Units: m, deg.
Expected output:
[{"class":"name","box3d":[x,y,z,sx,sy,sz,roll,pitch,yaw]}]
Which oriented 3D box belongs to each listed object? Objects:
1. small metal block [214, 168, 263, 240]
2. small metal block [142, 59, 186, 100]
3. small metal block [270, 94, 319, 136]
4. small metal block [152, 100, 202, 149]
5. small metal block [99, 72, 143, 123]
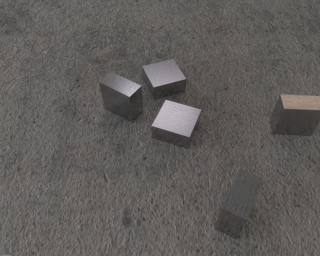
[{"class":"small metal block","box3d":[0.081,0.079,0.321,0.025,0.050,0.050,23,54,18]},{"class":"small metal block","box3d":[0.006,-0.074,0.465,0.050,0.025,0.050,-16,52,-14]},{"class":"small metal block","box3d":[0.176,-0.016,0.401,0.050,0.050,0.025,3,50,2]},{"class":"small metal block","box3d":[0.022,-0.006,0.408,0.050,0.025,0.050,17,52,13]},{"class":"small metal block","box3d":[-0.052,-0.041,0.421,0.050,0.050,0.025,27,55,21]}]
